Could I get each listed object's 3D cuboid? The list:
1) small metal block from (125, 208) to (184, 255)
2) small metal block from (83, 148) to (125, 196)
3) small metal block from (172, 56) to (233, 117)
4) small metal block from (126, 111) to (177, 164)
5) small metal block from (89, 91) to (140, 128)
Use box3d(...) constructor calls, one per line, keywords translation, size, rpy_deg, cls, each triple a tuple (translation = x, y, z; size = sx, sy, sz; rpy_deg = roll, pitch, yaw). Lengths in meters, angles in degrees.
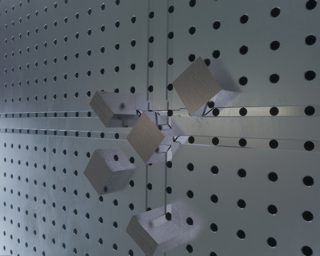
box3d(translation=(-0.007, 0.134, 0.400), size=(0.050, 0.050, 0.025), rpy_deg=(38, 114, 33), cls="small metal block")
box3d(translation=(-0.088, 0.068, 0.483), size=(0.050, 0.025, 0.050), rpy_deg=(45, 117, 30), cls="small metal block")
box3d(translation=(0.049, -0.048, 0.370), size=(0.050, 0.025, 0.050), rpy_deg=(-41, 65, 32), cls="small metal block")
box3d(translation=(-0.012, 0.013, 0.421), size=(0.050, 0.025, 0.050), rpy_deg=(49, 119, 28), cls="small metal block")
box3d(translation=(-0.065, -0.027, 0.448), size=(0.050, 0.050, 0.025), rpy_deg=(50, 120, 28), cls="small metal block")
